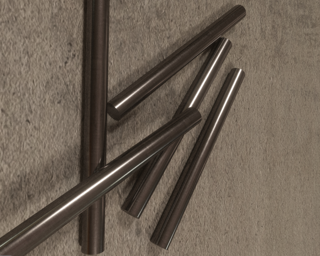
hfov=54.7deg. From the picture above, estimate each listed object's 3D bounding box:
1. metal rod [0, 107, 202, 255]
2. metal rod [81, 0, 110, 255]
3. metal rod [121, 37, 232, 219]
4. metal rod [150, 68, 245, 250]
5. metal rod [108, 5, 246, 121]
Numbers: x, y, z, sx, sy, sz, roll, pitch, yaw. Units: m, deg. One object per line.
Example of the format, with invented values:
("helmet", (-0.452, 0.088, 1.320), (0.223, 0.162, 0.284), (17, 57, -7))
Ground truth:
("metal rod", (-0.056, 0.053, 0.325), (0.302, 0.025, 0.025), (-35, 112, -35))
("metal rod", (-0.072, -0.013, 0.346), (0.025, 0.025, 0.298), (2, 89, -40))
("metal rod", (0.033, -0.015, 0.434), (0.025, 0.025, 0.300), (45, 63, -31))
("metal rod", (0.064, 0.031, 0.461), (0.025, 0.025, 0.300), (43, 64, -32))
("metal rod", (0.039, -0.106, 0.439), (0.301, 0.025, 0.025), (-43, 116, -32))
